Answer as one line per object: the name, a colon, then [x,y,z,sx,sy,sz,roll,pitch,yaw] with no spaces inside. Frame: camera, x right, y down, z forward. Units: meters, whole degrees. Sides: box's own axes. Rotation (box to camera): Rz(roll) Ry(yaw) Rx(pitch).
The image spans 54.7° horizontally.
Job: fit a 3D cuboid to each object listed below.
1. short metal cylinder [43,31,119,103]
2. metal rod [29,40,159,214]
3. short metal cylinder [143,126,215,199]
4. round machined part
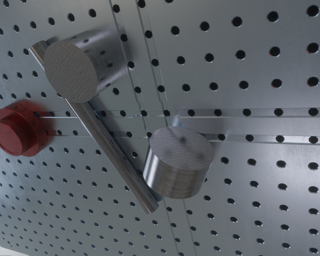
short metal cylinder: [-0.100,-0.079,0.399,0.080,0.050,0.079,13,124,20]
metal rod: [-0.091,0.007,0.463,0.025,0.025,0.299,-23,106,36]
short metal cylinder: [0.022,0.042,0.390,0.080,0.080,0.050,24,127,13]
round machined part: [-0.250,0.010,0.539,0.098,0.042,0.097,13,124,21]
